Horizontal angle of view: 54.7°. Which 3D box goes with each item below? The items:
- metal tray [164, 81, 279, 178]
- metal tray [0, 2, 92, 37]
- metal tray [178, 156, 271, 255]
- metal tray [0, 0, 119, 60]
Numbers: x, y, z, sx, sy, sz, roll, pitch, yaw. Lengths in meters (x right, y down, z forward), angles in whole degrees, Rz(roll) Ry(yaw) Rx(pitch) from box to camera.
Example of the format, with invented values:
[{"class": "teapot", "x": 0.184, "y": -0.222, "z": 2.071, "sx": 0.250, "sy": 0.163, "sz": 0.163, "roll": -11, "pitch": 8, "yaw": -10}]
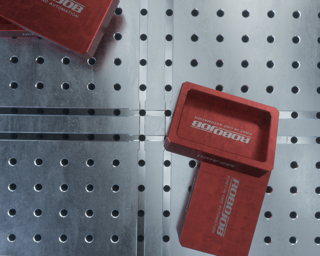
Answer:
[{"class": "metal tray", "x": 0.079, "y": 0.001, "z": 0.393, "sx": 0.131, "sy": 0.030, "sz": 0.090, "roll": 17, "pitch": 64, "yaw": -1}, {"class": "metal tray", "x": -0.158, "y": -0.168, "z": 0.408, "sx": 0.131, "sy": 0.030, "sz": 0.089, "roll": 0, "pitch": 90, "yaw": -1}, {"class": "metal tray", "x": 0.084, "y": 0.100, "z": 0.412, "sx": 0.091, "sy": 0.030, "sz": 0.129, "roll": 16, "pitch": 90, "yaw": -1}, {"class": "metal tray", "x": -0.127, "y": -0.153, "z": 0.379, "sx": 0.131, "sy": 0.030, "sz": 0.090, "roll": 26, "pitch": 90, "yaw": -1}]
